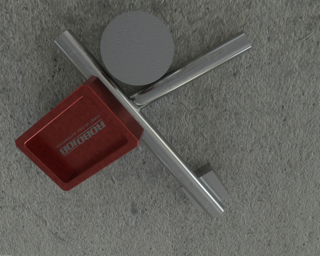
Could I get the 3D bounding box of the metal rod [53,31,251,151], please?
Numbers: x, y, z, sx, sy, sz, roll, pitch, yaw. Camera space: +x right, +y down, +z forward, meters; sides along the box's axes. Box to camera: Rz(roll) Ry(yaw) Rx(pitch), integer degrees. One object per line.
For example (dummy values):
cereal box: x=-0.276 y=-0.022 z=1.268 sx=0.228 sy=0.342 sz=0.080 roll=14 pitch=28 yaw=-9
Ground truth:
metal rod: x=-0.027 y=-0.036 z=0.397 sx=0.301 sy=0.025 sz=0.025 roll=-28 pitch=108 yaw=9

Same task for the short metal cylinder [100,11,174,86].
short metal cylinder: x=-0.025 y=-0.094 z=0.362 sx=0.081 sy=0.050 sz=0.079 roll=0 pitch=110 yaw=-1

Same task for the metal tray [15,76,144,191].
metal tray: x=-0.096 y=0.011 z=0.370 sx=0.130 sy=0.030 sz=0.090 roll=-33 pitch=107 yaw=23

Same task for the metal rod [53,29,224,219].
metal rod: x=-0.016 y=0.006 z=0.387 sx=0.025 sy=0.025 sz=0.300 roll=-37 pitch=106 yaw=12

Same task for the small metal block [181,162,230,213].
small metal block: x=0.064 y=0.085 z=0.443 sx=0.050 sy=0.025 sz=0.050 roll=-32 pitch=107 yaw=10
